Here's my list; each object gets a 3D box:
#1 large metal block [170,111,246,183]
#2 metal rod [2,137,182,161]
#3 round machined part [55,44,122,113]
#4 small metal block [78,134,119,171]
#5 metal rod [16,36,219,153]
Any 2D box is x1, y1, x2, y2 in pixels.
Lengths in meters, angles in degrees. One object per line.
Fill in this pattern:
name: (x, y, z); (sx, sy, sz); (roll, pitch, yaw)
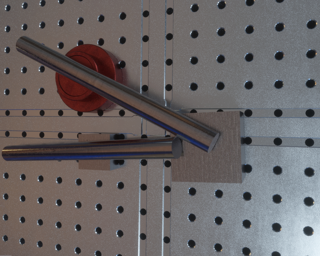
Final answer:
large metal block: (0.059, 0.022, 0.375); (0.080, 0.050, 0.079); (-2, 89, 19)
metal rod: (-0.111, 0.031, 0.421); (0.300, 0.025, 0.025); (-4, 89, 30)
round machined part: (-0.107, -0.071, 0.440); (0.098, 0.042, 0.097); (0, 90, 19)
small metal block: (-0.088, 0.033, 0.443); (0.050, 0.025, 0.050); (0, 90, 19)
metal rod: (-0.067, -0.051, 0.384); (0.301, 0.025, 0.025); (28, 99, 20)
